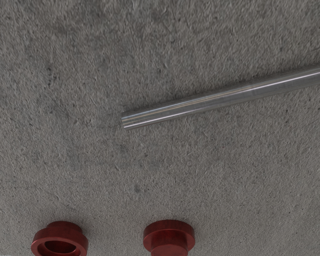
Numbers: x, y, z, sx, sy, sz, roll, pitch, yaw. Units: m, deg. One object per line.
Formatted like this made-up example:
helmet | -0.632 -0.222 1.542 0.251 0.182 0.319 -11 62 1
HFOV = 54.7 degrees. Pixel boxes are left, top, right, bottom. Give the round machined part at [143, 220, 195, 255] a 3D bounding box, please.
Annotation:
round machined part | 0.017 0.218 0.582 0.099 0.042 0.097 0 130 0

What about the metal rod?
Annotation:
metal rod | 0.099 -0.043 0.371 0.301 0.025 0.025 -13 129 11

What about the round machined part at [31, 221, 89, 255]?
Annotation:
round machined part | -0.181 0.208 0.572 0.099 0.042 0.097 0 130 0
